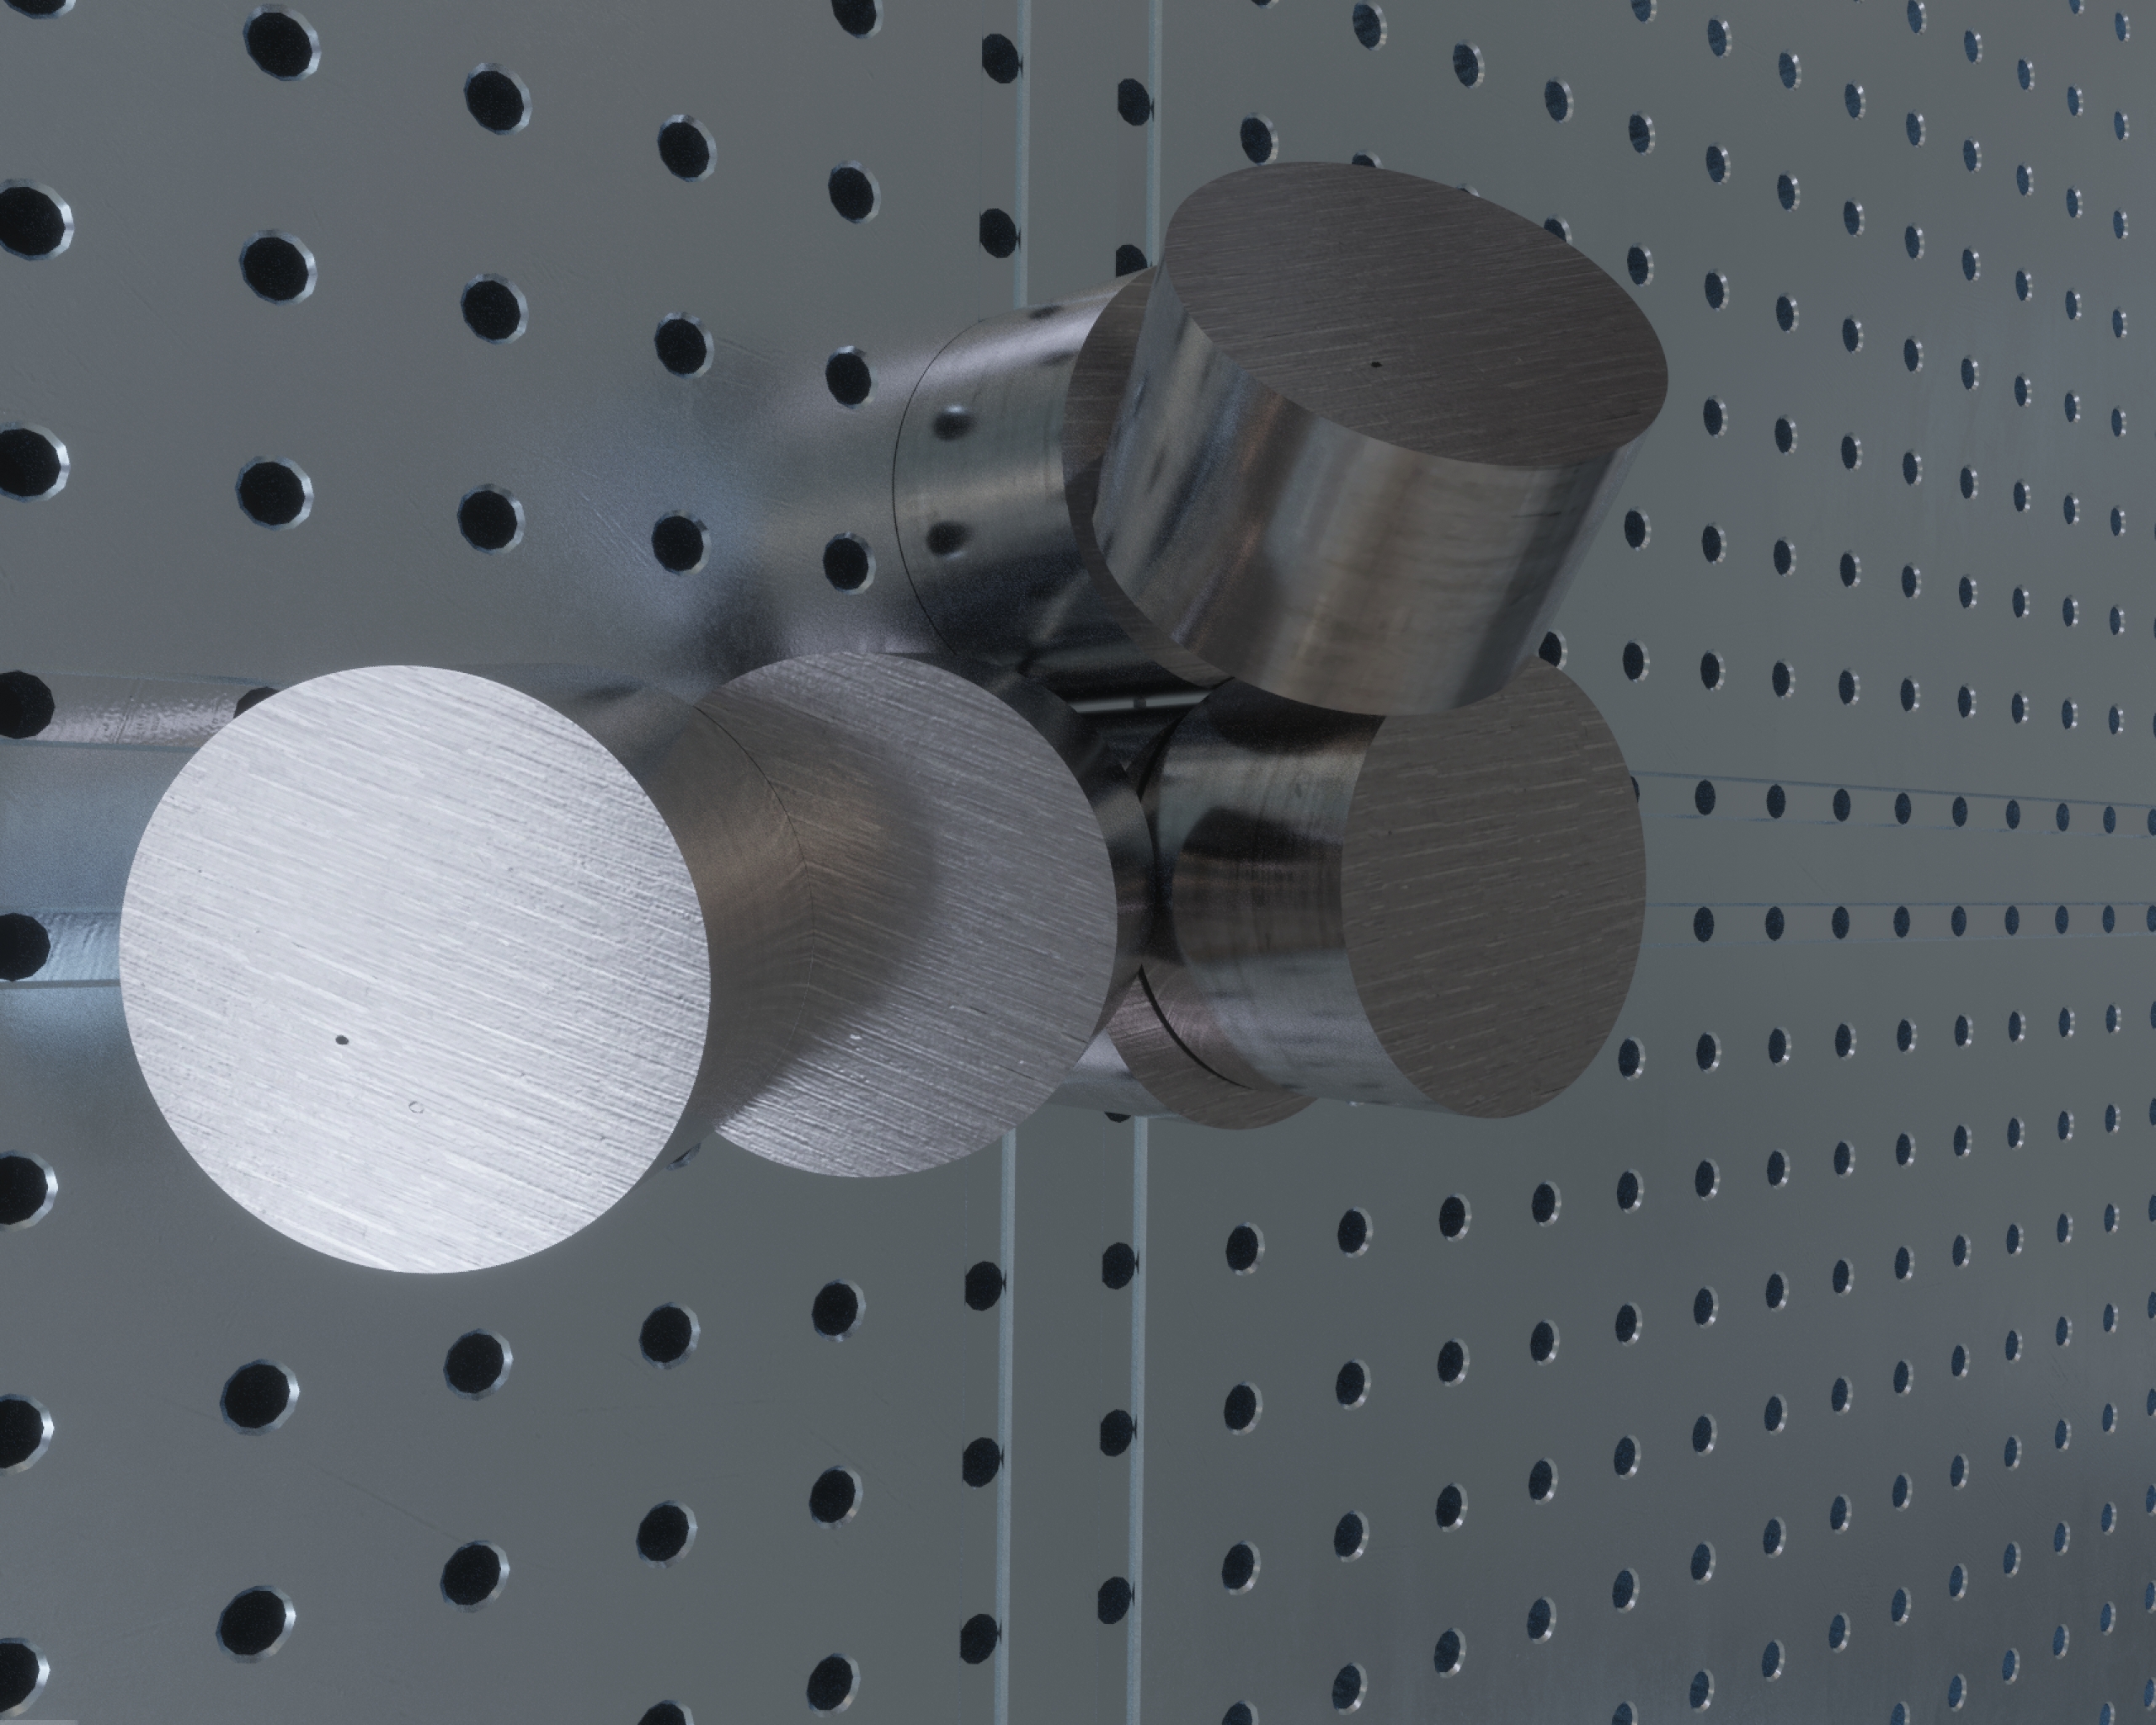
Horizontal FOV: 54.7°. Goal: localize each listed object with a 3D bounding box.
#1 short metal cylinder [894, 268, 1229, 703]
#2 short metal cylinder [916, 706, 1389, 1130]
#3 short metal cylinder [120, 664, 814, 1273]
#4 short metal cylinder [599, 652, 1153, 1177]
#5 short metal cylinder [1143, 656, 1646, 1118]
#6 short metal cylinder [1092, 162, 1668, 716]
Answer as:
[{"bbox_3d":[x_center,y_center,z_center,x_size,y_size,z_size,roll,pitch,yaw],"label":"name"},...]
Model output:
[{"bbox_3d":[0.012,-0.071,0.402,0.081,0.050,0.079,0,90,-40],"label":"short metal cylinder"},{"bbox_3d":[0.016,0.009,0.405,0.081,0.050,0.079,0,90,-40],"label":"short metal cylinder"},{"bbox_3d":[-0.083,0.012,0.295,0.050,0.080,0.079,-37,122,-81],"label":"short metal cylinder"},{"bbox_3d":[-0.030,0.006,0.338,0.050,0.080,0.079,-33,118,-80],"label":"short metal cylinder"},{"bbox_3d":[0.056,0.003,0.372,0.081,0.050,0.079,0,90,-40],"label":"short metal cylinder"},{"bbox_3d":[0.047,-0.070,0.338,0.081,0.080,0.050,-30,152,-36],"label":"short metal cylinder"}]
